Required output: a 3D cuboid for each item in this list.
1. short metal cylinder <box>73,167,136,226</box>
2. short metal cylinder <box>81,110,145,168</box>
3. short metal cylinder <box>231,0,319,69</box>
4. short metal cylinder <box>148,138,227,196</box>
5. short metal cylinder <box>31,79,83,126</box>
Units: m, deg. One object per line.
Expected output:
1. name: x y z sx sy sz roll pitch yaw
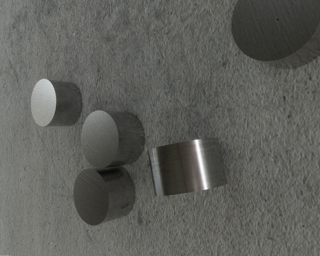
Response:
1. short metal cylinder: -0.083 0.097 0.457 0.080 0.050 0.080 0 90 40
2. short metal cylinder: -0.068 0.015 0.445 0.080 0.050 0.080 0 90 40
3. short metal cylinder: 0.116 -0.099 0.293 0.080 0.050 0.080 0 90 40
4. short metal cylinder: 0.030 0.043 0.344 0.080 0.081 0.050 -16 80 39
5. short metal cylinder: -0.180 -0.042 0.538 0.080 0.050 0.080 0 90 40
